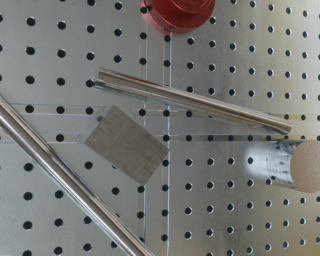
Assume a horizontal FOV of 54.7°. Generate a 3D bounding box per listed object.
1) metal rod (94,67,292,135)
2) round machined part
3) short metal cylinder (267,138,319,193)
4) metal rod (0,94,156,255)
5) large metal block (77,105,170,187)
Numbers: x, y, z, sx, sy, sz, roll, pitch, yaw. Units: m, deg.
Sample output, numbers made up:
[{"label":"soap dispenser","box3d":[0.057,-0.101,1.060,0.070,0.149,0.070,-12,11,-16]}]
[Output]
[{"label":"metal rod","box3d":[0.060,-0.032,0.435,0.302,0.025,0.025,13,86,-20]},{"label":"round machined part","box3d":[0.032,-0.182,0.416,0.099,0.042,0.097,0,90,-21]},{"label":"short metal cylinder","box3d":[0.215,0.057,0.481,0.081,0.050,0.079,0,90,-20]},{"label":"metal rod","box3d":[-0.108,0.066,0.373,0.025,0.025,0.300,-44,104,-15]},{"label":"large metal block","box3d":[-0.047,0.019,0.367,0.080,0.080,0.050,40,77,-16]}]
